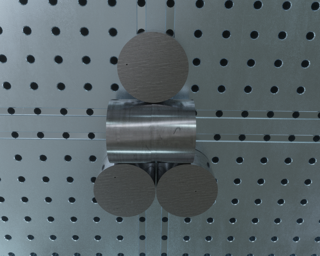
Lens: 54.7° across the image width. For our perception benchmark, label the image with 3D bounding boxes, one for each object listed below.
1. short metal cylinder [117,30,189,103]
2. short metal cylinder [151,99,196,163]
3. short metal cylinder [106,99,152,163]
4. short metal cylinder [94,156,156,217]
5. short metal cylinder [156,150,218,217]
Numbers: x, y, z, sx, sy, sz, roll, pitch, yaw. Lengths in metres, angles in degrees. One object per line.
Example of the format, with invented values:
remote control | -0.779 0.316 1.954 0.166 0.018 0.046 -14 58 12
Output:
short metal cylinder | -0.008 -0.076 0.372 0.081 0.050 0.079 0 110 -1
short metal cylinder | 0.015 0.004 0.386 0.050 0.080 0.079 0 110 -1
short metal cylinder | -0.035 0.004 0.385 0.050 0.080 0.079 0 110 -1
short metal cylinder | -0.046 0.074 0.426 0.081 0.050 0.079 0 110 -1
short metal cylinder | 0.035 0.074 0.426 0.081 0.050 0.079 0 110 -1
